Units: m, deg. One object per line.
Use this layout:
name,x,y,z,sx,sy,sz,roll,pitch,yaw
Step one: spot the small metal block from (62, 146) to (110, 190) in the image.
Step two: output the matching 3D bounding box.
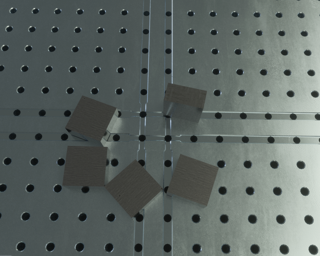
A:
small metal block,-0.092,0.051,0.392,0.050,0.025,0.050,2,70,0

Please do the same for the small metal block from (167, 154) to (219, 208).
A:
small metal block,0.040,0.067,0.388,0.050,0.025,0.050,19,71,6

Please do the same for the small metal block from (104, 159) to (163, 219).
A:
small metal block,-0.032,0.076,0.384,0.050,0.025,0.050,-41,76,-14

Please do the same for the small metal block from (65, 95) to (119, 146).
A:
small metal block,-0.089,-0.009,0.414,0.050,0.025,0.050,20,71,7

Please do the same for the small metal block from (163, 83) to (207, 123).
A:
small metal block,0.032,-0.032,0.411,0.050,0.050,0.025,13,71,4
